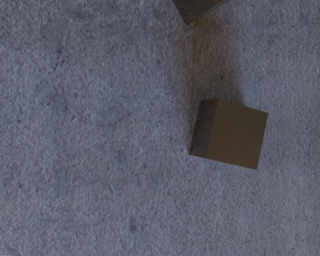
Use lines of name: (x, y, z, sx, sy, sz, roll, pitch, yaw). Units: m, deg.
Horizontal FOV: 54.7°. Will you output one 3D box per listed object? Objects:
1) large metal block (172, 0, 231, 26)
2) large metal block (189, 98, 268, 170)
large metal block: (0.070, -0.186, 0.407, 0.080, 0.080, 0.050, -34, 102, -17)
large metal block: (0.095, 0.009, 0.432, 0.081, 0.050, 0.080, 14, 85, -20)
